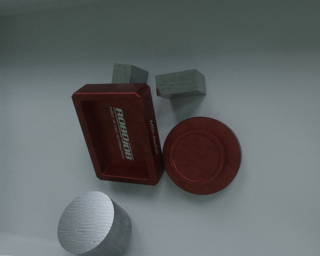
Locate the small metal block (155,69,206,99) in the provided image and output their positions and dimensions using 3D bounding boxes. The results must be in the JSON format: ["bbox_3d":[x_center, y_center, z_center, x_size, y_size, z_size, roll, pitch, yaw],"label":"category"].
[{"bbox_3d":[0.027,-0.053,0.387,0.050,0.050,0.025,-6,88,19],"label":"small metal block"}]

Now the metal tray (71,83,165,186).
[{"bbox_3d":[-0.049,0.010,0.390,0.090,0.030,0.129,2,120,21],"label":"metal tray"}]

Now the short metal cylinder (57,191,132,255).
[{"bbox_3d":[-0.084,0.130,0.406,0.080,0.050,0.080,-13,50,16],"label":"short metal cylinder"}]

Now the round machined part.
[{"bbox_3d":[0.049,0.035,0.384,0.098,0.042,0.097,0,90,19],"label":"round machined part"}]

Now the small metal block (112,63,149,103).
[{"bbox_3d":[-0.040,-0.055,0.410,0.025,0.050,0.050,9,93,22],"label":"small metal block"}]
